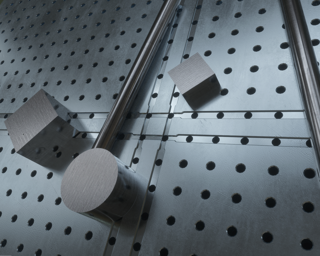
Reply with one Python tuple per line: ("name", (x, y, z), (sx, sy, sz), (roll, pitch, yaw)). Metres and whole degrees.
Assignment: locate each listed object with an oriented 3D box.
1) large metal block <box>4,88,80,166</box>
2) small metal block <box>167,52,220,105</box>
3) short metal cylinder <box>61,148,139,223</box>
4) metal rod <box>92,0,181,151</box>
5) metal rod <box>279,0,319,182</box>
("large metal block", (-0.188, -0.002, 0.490), (0.080, 0.050, 0.080), (-42, 51, -1))
("small metal block", (0.046, -0.068, 0.425), (0.050, 0.025, 0.050), (-33, 52, 6))
("short metal cylinder", (-0.074, 0.072, 0.386), (0.080, 0.050, 0.080), (-13, 56, 20))
("metal rod", (-0.030, -0.095, 0.480), (0.025, 0.025, 0.300), (10, 66, 32))
("metal rod", (0.171, -0.080, 0.367), (0.025, 0.025, 0.299), (-11, 57, 22))
